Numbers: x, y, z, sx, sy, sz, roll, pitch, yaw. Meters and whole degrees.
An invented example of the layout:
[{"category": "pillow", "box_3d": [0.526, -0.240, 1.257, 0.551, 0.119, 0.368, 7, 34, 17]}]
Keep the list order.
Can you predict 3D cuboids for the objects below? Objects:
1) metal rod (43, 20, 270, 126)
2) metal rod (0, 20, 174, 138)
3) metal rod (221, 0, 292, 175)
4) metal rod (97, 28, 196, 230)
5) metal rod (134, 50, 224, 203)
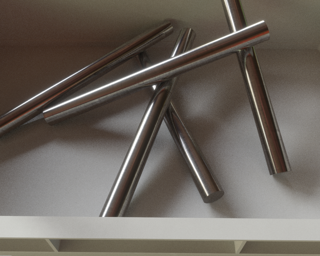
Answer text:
[{"category": "metal rod", "box_3d": [-0.010, -0.067, 0.398, 0.301, 0.025, 0.025, -21, 51, 7]}, {"category": "metal rod", "box_3d": [-0.101, -0.079, 0.449, 0.302, 0.025, 0.025, -36, 59, -20]}, {"category": "metal rod", "box_3d": [0.115, -0.089, 0.403, 0.025, 0.025, 0.299, -9, 75, -8]}, {"category": "metal rod", "box_3d": [-0.005, -0.021, 0.395, 0.025, 0.025, 0.300, 15, 60, 12]}, {"category": "metal rod", "box_3d": [0.009, -0.032, 0.431, 0.025, 0.025, 0.299, -15, 52, -13]}]
